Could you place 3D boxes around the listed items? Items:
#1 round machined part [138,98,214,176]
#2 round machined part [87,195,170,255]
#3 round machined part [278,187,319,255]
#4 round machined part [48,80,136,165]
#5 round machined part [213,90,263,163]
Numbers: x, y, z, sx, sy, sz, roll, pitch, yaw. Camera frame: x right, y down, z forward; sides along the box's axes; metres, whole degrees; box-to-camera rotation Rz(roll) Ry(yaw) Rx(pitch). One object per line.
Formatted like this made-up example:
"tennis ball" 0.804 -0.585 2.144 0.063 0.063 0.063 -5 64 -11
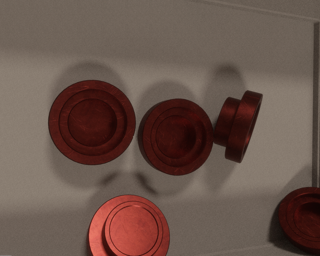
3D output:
"round machined part" 0.018 0.011 0.409 0.099 0.042 0.097 0 90 -20
"round machined part" -0.035 0.126 0.367 0.099 0.042 0.098 9 57 -14
"round machined part" 0.233 0.142 0.469 0.098 0.098 0.042 -43 136 -15
"round machined part" -0.082 -0.006 0.372 0.099 0.042 0.097 0 90 -21
"round machined part" 0.104 -0.005 0.422 0.042 0.098 0.098 18 82 19
